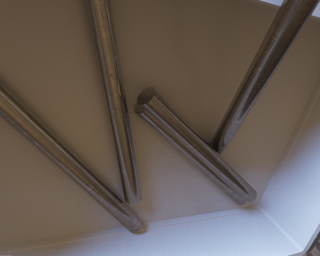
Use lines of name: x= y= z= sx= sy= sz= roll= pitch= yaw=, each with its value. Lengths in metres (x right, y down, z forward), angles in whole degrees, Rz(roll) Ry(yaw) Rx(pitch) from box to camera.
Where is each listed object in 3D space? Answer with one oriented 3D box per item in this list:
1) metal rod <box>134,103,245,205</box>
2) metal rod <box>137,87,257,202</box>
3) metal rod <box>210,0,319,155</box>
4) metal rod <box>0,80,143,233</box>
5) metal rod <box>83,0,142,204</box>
metal rod: x=0.064 y=0.051 z=0.474 sx=0.025 sy=0.025 sz=0.300 roll=-45 pitch=129 yaw=3
metal rod: x=0.070 y=0.040 z=0.443 sx=0.025 sy=0.025 sz=0.300 roll=-46 pitch=130 yaw=3
metal rod: x=0.100 y=-0.040 z=0.351 sx=0.025 sy=0.025 sz=0.299 roll=-20 pitch=154 yaw=-17
metal rod: x=-0.102 y=0.054 z=0.386 sx=0.025 sy=0.025 sz=0.300 roll=-37 pitch=129 yaw=-4
metal rod: x=-0.051 y=-0.022 z=0.366 sx=0.025 sy=0.025 sz=0.298 roll=-18 pitch=126 yaw=-18
